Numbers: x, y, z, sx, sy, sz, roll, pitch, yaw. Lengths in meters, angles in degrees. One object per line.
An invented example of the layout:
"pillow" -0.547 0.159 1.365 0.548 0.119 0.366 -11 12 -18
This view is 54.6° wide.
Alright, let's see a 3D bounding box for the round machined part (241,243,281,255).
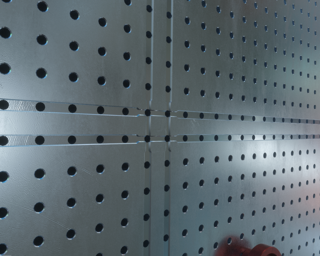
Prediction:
"round machined part" 0.170 0.251 0.540 0.099 0.042 0.097 0 90 -40
